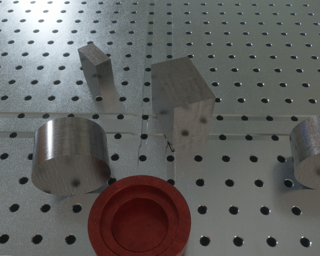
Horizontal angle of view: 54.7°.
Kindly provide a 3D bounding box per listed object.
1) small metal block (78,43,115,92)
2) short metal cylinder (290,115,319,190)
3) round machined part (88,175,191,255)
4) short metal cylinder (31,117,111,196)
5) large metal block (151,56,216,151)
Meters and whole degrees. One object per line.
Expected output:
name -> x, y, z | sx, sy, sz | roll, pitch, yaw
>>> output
small metal block -> -0.096, -0.092, 0.468 | 0.025, 0.050, 0.050 | -32, 57, -24
short metal cylinder -> 0.192, 0.029, 0.349 | 0.080, 0.080, 0.050 | 7, 51, 5
round machined part -> -0.019, 0.100, 0.312 | 0.099, 0.042, 0.098 | 0, 50, 0
short metal cylinder -> -0.098, 0.033, 0.343 | 0.081, 0.080, 0.050 | -9, 51, -8
large metal block -> 0.026, -0.032, 0.398 | 0.050, 0.080, 0.080 | -15, 52, -13
